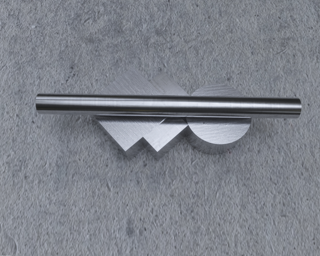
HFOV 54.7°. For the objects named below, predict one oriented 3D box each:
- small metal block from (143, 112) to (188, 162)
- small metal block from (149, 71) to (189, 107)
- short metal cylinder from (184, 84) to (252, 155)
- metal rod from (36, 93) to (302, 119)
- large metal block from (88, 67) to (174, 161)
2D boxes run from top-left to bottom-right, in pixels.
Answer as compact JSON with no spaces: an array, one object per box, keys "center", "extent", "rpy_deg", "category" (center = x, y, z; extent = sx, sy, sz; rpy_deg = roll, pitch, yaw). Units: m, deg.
[{"center":[0.007,0.012,0.393],"extent":[0.050,0.050,0.025],"rpy_deg":[-40,75,-13],"category":"small metal block"},{"center":[0.012,-0.040,0.411],"extent":[0.025,0.050,0.050],"rpy_deg":[-41,76,-13],"category":"small metal block"},{"center":[0.071,-0.010,0.400],"extent":[0.081,0.050,0.080],"rpy_deg":[0,70,0],"category":"short metal cylinder"},{"center":[0.010,-0.026,0.364],"extent":[0.302,0.025,0.025],"rpy_deg":[1,70,0],"category":"metal rod"},{"center":[-0.037,-0.018,0.401],"extent":[0.080,0.050,0.080],"rpy_deg":[-40,75,-13],"category":"large metal block"}]
